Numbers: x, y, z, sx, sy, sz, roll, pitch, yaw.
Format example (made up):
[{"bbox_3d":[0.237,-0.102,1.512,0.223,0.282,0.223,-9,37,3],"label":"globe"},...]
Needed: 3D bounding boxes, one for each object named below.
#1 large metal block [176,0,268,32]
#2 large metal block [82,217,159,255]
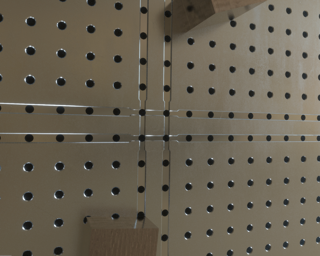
[{"bbox_3d":[0.079,-0.173,0.414,0.081,0.080,0.050,-21,97,-19],"label":"large metal block"},{"bbox_3d":[-0.052,0.156,0.381,0.081,0.050,0.080,7,88,-20],"label":"large metal block"}]
